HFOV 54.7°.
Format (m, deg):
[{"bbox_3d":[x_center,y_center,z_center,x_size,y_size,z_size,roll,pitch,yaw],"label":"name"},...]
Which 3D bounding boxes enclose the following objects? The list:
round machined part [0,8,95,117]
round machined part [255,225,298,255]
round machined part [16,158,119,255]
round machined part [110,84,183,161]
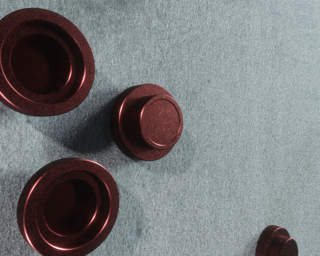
[{"bbox_3d":[-0.116,-0.059,0.297,0.099,0.042,0.097,0,90,-40],"label":"round machined part"},{"bbox_3d":[0.227,0.239,0.588,0.099,0.042,0.097,0,90,-40],"label":"round machined part"},{"bbox_3d":[-0.094,0.079,0.316,0.099,0.042,0.097,0,90,-40],"label":"round machined part"},{"bbox_3d":[-0.009,-0.007,0.388,0.099,0.042,0.097,0,90,-40],"label":"round machined part"}]
